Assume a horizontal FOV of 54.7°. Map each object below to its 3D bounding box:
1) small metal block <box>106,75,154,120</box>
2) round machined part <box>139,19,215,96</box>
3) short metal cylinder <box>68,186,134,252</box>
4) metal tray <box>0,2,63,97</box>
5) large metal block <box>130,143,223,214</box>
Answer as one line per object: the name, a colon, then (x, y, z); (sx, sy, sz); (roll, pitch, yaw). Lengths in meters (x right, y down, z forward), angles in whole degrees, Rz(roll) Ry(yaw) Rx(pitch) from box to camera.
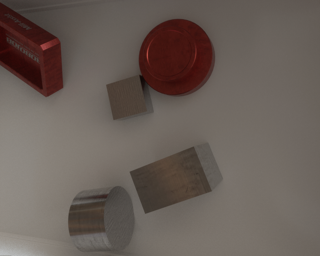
small metal block: (-0.041, -0.040, 0.424); (0.050, 0.025, 0.050); (-14, 86, 19)
round machined part: (0.018, -0.091, 0.395); (0.098, 0.042, 0.097); (0, 90, 19)
short metal cylinder: (-0.074, 0.119, 0.406); (0.050, 0.080, 0.080); (-11, 87, 19)
metal tray: (-0.200, -0.114, 0.450); (0.130, 0.030, 0.089); (33, 139, 16)
large metal block: (0.023, 0.057, 0.372); (0.080, 0.080, 0.050); (-23, 83, 18)
